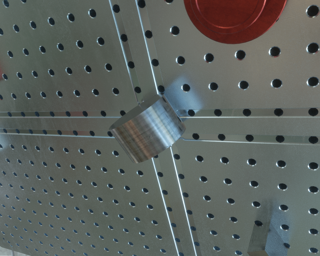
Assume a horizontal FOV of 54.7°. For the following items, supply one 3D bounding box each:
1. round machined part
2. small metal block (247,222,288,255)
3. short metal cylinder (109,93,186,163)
[{"bbox_3d":[0.067,-0.126,0.287,0.098,0.042,0.097,13,124,21],"label":"round machined part"},{"bbox_3d":[0.147,0.166,0.420,0.025,0.050,0.050,-27,104,37],"label":"small metal block"},{"bbox_3d":[-0.015,-0.001,0.383,0.080,0.080,0.050,-24,105,37],"label":"short metal cylinder"}]
